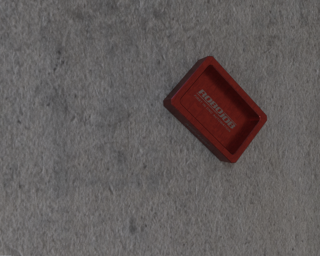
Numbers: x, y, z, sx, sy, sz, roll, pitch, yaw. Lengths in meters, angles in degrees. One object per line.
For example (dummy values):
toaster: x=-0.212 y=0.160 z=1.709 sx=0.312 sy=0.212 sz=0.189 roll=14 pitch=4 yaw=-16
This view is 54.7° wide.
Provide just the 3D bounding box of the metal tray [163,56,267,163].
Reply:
metal tray: x=0.080 y=-0.024 z=0.437 sx=0.130 sy=0.030 sz=0.090 roll=43 pitch=76 yaw=-15
